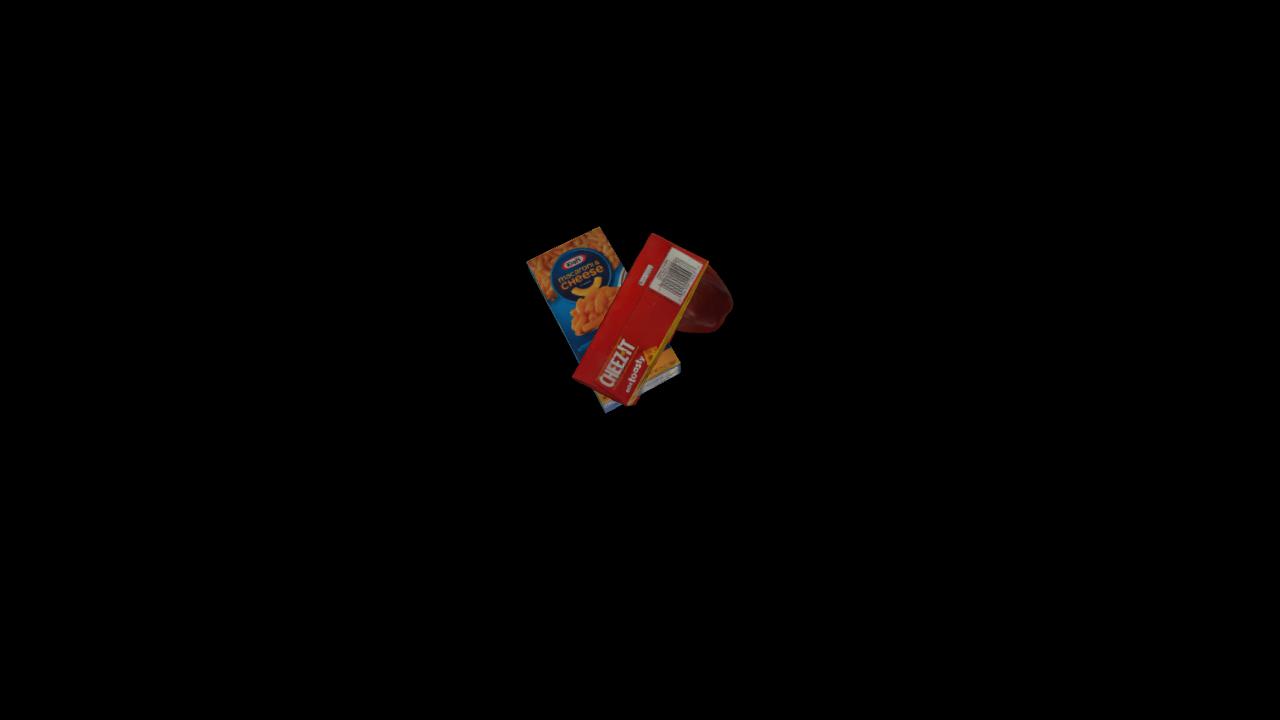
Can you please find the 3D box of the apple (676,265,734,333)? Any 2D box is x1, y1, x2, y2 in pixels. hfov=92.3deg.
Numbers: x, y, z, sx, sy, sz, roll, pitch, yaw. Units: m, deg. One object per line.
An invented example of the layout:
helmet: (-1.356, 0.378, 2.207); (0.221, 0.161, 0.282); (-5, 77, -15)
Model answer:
apple: (0.051, -0.068, 0.649); (0.093, 0.079, 0.079); (32, 0, 0)

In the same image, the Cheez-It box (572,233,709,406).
Cheez-It box: (0.002, -0.034, 0.697); (0.071, 0.166, 0.223); (28, -2, 3)

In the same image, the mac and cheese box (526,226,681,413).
mac and cheese box: (-0.040, -0.046, 0.653); (0.093, 0.184, 0.041); (-28, -18, -6)
